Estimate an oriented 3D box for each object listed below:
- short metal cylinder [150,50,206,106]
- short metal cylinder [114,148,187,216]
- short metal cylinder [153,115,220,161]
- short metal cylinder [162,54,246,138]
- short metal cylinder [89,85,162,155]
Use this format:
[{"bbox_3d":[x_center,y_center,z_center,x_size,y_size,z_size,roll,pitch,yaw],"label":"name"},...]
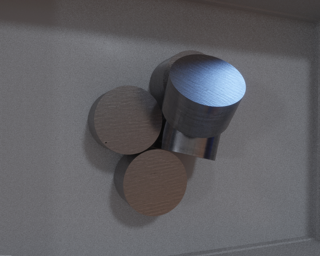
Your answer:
[{"bbox_3d":[0.033,-0.057,0.409,0.081,0.050,0.079,0,90,-21],"label":"short metal cylinder"},{"bbox_3d":[-0.013,0.065,0.391,0.081,0.050,0.079,0,90,-21],"label":"short metal cylinder"},{"bbox_3d":[0.035,0.009,0.394,0.081,0.080,0.050,14,85,-20],"label":"short metal cylinder"},{"bbox_3d":[0.046,-0.036,0.339,0.081,0.050,0.080,6,50,-7],"label":"short metal cylinder"},{"bbox_3d":[-0.044,-0.009,0.379,0.081,0.050,0.079,0,90,-21],"label":"short metal cylinder"}]
